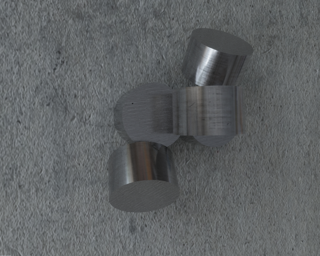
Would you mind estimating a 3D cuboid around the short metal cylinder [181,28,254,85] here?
[{"bbox_3d":[0.073,-0.090,0.402,0.081,0.080,0.050,1,128,-20],"label":"short metal cylinder"}]

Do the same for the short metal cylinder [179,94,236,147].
[{"bbox_3d":[0.062,-0.016,0.420,0.081,0.050,0.079,0,90,-21],"label":"short metal cylinder"}]

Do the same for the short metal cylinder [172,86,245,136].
[{"bbox_3d":[0.054,-0.018,0.349,0.081,0.080,0.050,-2,91,-20],"label":"short metal cylinder"}]

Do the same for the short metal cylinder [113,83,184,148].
[{"bbox_3d":[-0.014,-0.014,0.392,0.081,0.050,0.079,0,90,-21],"label":"short metal cylinder"}]

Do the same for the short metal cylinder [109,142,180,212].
[{"bbox_3d":[-0.020,0.060,0.367,0.081,0.079,0.050,8,49,-20],"label":"short metal cylinder"}]
